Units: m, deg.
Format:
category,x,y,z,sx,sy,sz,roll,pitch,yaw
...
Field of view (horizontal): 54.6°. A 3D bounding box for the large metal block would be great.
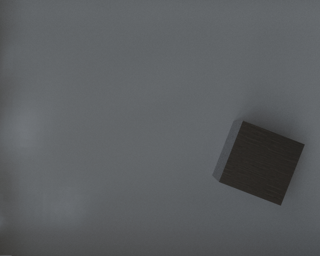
category,x,y,z,sx,sy,sz,roll,pitch,yaw
large metal block,0.123,0.042,0.400,0.080,0.050,0.080,21,90,0
